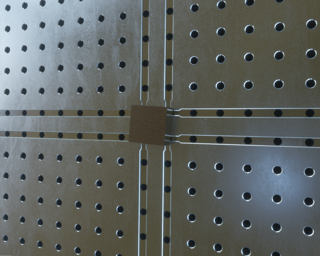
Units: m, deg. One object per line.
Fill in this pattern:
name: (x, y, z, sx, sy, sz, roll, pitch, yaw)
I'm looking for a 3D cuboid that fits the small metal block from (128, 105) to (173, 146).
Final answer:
small metal block: (-0.012, -0.004, 0.416, 0.050, 0.025, 0.050, 5, 92, 19)
